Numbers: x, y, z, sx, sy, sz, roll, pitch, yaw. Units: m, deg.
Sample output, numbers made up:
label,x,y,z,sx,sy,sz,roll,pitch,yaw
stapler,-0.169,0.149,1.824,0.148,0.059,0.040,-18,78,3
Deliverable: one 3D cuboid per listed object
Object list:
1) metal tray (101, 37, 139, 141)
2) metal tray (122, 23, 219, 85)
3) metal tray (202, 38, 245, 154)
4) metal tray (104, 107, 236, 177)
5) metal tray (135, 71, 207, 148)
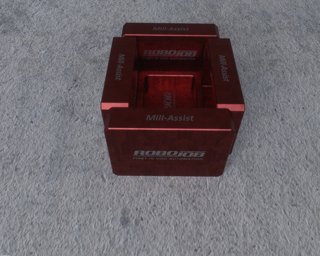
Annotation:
label,x,y,z,sx,sy,sz,roll,pitch,yaw
metal tray,-0.047,-0.044,0.398,0.030,0.089,0.130,1,50,0
metal tray,0.014,-0.105,0.450,0.131,0.089,0.030,1,50,0
metal tray,0.075,-0.042,0.398,0.030,0.089,0.130,1,50,0
metal tray,0.010,0.018,0.346,0.131,0.089,0.030,1,50,0
metal tray,0.014,-0.024,0.422,0.091,0.030,0.130,1,50,0
